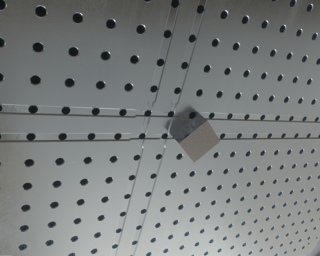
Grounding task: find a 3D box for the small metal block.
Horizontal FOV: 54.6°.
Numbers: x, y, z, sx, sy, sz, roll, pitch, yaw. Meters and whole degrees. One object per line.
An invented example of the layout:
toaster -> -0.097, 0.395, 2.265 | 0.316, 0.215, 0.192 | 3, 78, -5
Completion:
small metal block -> 0.052, 0.014, 0.448 | 0.050, 0.025, 0.050 | -40, 129, -1
